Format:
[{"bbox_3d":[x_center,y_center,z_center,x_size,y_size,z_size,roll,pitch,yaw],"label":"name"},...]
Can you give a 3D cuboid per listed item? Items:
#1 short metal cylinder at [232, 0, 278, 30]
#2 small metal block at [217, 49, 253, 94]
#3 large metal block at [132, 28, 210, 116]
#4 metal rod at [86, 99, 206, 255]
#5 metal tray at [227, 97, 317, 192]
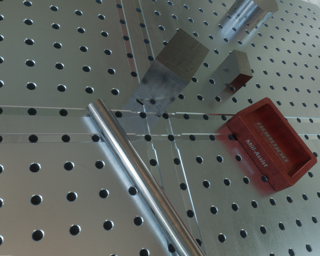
[{"bbox_3d":[0.200,-0.255,0.655,0.081,0.050,0.080,14,56,-21],"label":"short metal cylinder"},{"bbox_3d":[0.123,-0.093,0.515,0.025,0.050,0.050,9,58,-24],"label":"small metal block"},{"bbox_3d":[0.014,-0.076,0.427,0.050,0.080,0.080,36,51,-5],"label":"large metal block"},{"bbox_3d":[0.003,0.092,0.352,0.025,0.025,0.299,-26,76,-37],"label":"metal rod"},{"bbox_3d":[0.176,0.022,0.486,0.091,0.030,0.130,-25,76,-37],"label":"metal tray"}]
